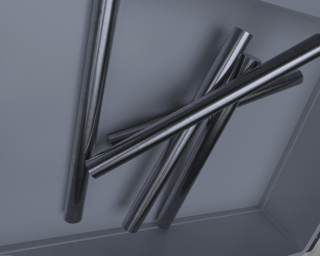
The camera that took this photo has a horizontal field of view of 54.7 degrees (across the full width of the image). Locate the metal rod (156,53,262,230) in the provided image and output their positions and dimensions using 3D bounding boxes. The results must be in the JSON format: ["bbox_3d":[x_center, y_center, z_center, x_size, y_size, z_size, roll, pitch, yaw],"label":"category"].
[{"bbox_3d":[0.057,0.036,0.438,0.025,0.025,0.298,5,123,-31],"label":"metal rod"}]

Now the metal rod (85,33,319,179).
[{"bbox_3d":[0.051,-0.023,0.358,0.301,0.025,0.025,-29,129,3],"label":"metal rod"}]

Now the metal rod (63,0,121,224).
[{"bbox_3d":[-0.082,-0.011,0.356,0.025,0.025,0.298,1,118,-29],"label":"metal rod"}]

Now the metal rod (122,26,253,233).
[{"bbox_3d":[0.027,0.014,0.398,0.025,0.025,0.298,17,109,-35],"label":"metal rod"}]

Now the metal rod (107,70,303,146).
[{"bbox_3d":[0.074,-0.028,0.431,0.302,0.025,0.025,-20,126,-17],"label":"metal rod"}]
